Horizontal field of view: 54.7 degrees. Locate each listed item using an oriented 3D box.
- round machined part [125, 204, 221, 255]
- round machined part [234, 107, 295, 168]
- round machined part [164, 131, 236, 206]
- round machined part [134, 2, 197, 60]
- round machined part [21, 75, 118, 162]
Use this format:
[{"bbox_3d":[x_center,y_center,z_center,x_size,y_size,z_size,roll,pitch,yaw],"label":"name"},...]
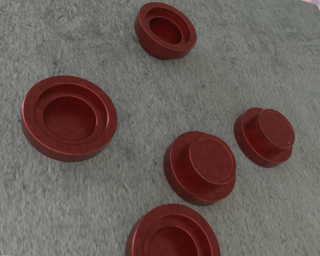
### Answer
[{"bbox_3d":[0.010,0.132,0.319,0.099,0.042,0.098,14,56,-21],"label":"round machined part"},{"bbox_3d":[0.168,0.009,0.481,0.099,0.042,0.098,14,56,-21],"label":"round machined part"},{"bbox_3d":[0.058,0.047,0.397,0.099,0.042,0.098,14,56,-21],"label":"round machined part"},{"bbox_3d":[0.005,-0.146,0.487,0.099,0.042,0.098,14,56,-21],"label":"round machined part"},{"bbox_3d":[-0.101,-0.007,0.344,0.099,0.042,0.098,14,56,-21],"label":"round machined part"}]
